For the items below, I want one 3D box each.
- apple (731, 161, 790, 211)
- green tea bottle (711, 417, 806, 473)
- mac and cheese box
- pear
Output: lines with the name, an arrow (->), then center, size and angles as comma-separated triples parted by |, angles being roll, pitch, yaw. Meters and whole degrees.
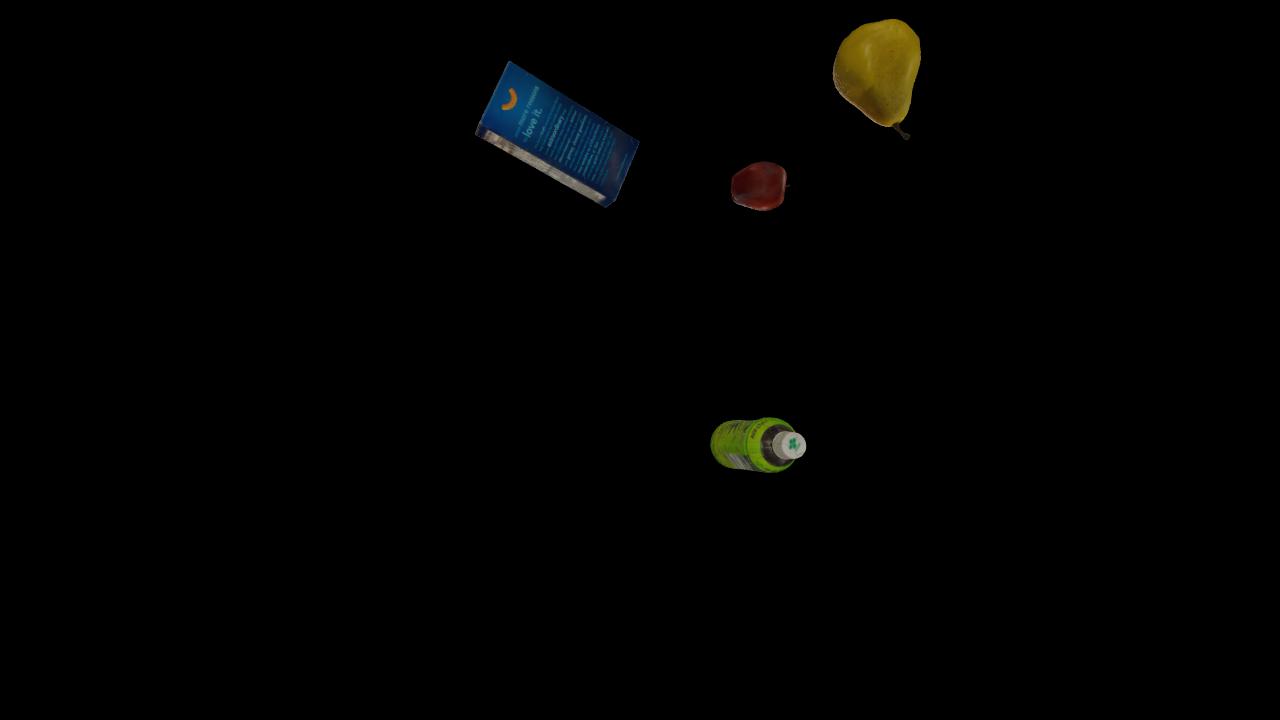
apple -> 0.194, -0.281, 0.991 | 0.093, 0.079, 0.079 | 3, 1, 14
green tea bottle -> 0.153, 0.110, 0.792 | 0.073, 0.073, 0.212 | 0, -5, -12
mac and cheese box -> -0.099, -0.275, 0.763 | 0.184, 0.093, 0.041 | 26, -13, -21
pear -> 0.230, -0.261, 0.591 | 0.080, 0.111, 0.080 | -6, 0, 0
